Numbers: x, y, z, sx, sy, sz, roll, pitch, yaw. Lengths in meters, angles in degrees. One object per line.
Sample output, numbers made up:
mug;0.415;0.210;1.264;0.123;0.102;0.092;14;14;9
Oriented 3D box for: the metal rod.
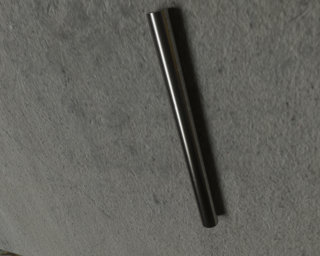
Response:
metal rod;0.035;0.006;0.390;0.025;0.025;0.298;-2;118;29
